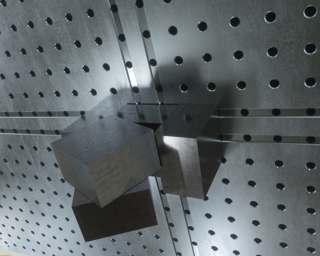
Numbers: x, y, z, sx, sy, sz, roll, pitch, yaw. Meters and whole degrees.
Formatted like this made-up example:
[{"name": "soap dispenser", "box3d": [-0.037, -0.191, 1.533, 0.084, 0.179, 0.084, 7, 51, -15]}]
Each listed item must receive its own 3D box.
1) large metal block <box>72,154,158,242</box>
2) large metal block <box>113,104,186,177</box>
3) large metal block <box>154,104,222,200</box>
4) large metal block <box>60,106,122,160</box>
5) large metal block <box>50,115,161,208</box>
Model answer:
[{"name": "large metal block", "box3d": [-0.051, 0.076, 0.362, 0.081, 0.080, 0.050, -13, 116, -3]}, {"name": "large metal block", "box3d": [-0.016, 0.016, 0.409, 0.080, 0.050, 0.079, 3, 120, 26]}, {"name": "large metal block", "box3d": [0.037, 0.025, 0.370, 0.050, 0.080, 0.079, 4, 120, 26]}, {"name": "large metal block", "box3d": [-0.080, 0.022, 0.430, 0.050, 0.080, 0.079, 2, 119, 27]}, {"name": "large metal block", "box3d": [-0.059, 0.031, 0.342, 0.080, 0.081, 0.050, 18, 128, 45]}]
